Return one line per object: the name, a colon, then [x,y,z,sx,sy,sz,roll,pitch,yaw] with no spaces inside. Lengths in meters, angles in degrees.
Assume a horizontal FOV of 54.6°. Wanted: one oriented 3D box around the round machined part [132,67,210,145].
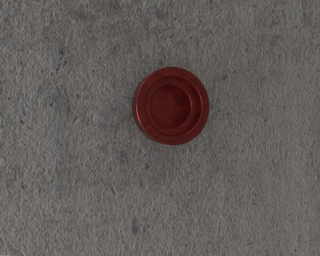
round machined part: [0.011,-0.027,0.404,0.099,0.042,0.097,0,90,-20]
